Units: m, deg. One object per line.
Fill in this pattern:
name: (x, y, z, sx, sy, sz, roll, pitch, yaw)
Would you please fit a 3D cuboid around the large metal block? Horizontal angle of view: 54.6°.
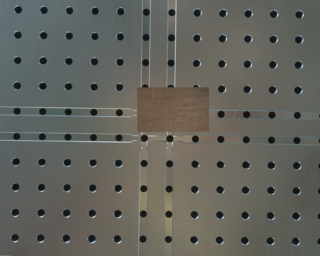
large metal block: (0.015, -0.021, 0.386, 0.080, 0.080, 0.050, 0, 90, 0)
